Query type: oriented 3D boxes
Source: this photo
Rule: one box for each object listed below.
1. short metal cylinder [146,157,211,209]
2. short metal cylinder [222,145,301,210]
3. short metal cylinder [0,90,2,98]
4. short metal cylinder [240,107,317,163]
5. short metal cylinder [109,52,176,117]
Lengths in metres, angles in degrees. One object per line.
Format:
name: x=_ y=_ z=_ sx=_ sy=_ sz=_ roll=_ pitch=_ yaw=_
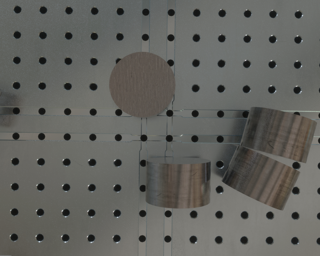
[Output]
short metal cylinder: x=0.022 y=0.065 z=0.386 sx=0.081 sy=0.080 sz=0.050 roll=0 pitch=90 yaw=0
short metal cylinder: x=0.125 y=0.061 z=0.387 sx=0.080 sy=0.080 sz=0.050 roll=24 pitch=90 yaw=0
short metal cylinder: x=-0.247 y=-0.037 z=0.384 sx=0.080 sy=0.080 sz=0.050 roll=22 pitch=90 yaw=0
short metal cylinder: x=0.146 y=0.009 z=0.387 sx=0.080 sy=0.080 sz=0.050 roll=16 pitch=90 yaw=0
short metal cylinder: x=-0.021 y=-0.053 z=0.400 sx=0.081 sy=0.050 sz=0.080 roll=0 pitch=90 yaw=0
